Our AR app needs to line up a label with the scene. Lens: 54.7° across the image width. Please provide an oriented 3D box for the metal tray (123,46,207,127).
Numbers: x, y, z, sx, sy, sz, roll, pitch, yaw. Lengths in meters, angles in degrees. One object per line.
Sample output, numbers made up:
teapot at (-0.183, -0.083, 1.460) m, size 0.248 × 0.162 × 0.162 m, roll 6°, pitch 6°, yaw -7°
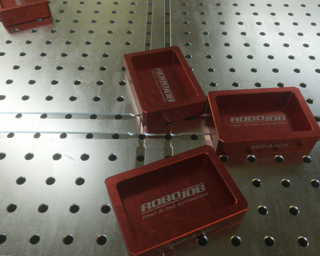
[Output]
metal tray at (0.004, -0.067, 0.460) m, size 0.091 × 0.030 × 0.130 m, roll -12°, pitch 51°, yaw -11°

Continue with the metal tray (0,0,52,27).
metal tray at (-0.280, -0.257, 0.616) m, size 0.091 × 0.030 × 0.130 m, roll -21°, pitch 53°, yaw -17°

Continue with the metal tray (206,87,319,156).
metal tray at (0.133, -0.012, 0.415) m, size 0.131 × 0.030 × 0.090 m, roll -3°, pitch 50°, yaw -4°

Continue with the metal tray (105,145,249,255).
metal tray at (0.016, 0.078, 0.339) m, size 0.131 × 0.030 × 0.090 m, roll -17°, pitch 52°, yaw -14°
